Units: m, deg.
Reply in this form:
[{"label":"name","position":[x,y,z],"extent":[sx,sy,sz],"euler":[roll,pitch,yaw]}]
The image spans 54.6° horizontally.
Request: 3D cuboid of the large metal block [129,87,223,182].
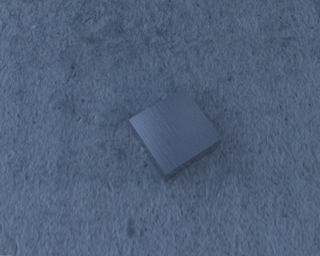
[{"label":"large metal block","position":[0.018,0.009,0.392],"extent":[0.080,0.050,0.080],"euler":[-31,73,-11]}]
